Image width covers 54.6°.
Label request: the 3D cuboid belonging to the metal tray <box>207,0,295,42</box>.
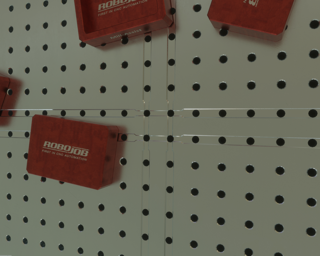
[{"bbox_3d":[0.120,-0.178,0.368,0.090,0.030,0.129,20,97,19],"label":"metal tray"}]

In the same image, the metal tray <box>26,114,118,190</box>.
[{"bbox_3d":[-0.131,0.032,0.457,0.130,0.030,0.090,9,93,19],"label":"metal tray"}]

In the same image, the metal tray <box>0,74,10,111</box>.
[{"bbox_3d":[-0.325,-0.066,0.525,0.130,0.030,0.090,24,98,18],"label":"metal tray"}]

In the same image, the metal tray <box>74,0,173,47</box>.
[{"bbox_3d":[-0.054,-0.174,0.429,0.130,0.030,0.090,-9,87,19],"label":"metal tray"}]
